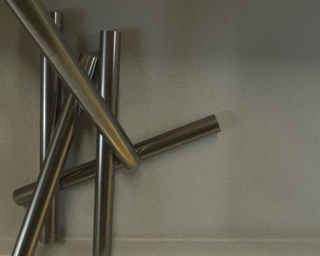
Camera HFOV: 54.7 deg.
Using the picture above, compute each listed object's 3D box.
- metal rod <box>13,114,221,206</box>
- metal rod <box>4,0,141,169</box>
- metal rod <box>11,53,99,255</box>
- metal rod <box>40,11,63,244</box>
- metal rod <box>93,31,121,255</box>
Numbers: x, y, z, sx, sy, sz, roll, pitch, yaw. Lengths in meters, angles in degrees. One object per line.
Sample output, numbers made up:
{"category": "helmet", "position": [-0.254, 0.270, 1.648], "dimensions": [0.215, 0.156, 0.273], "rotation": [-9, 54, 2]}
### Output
{"category": "metal rod", "position": [-0.063, 0.047, 0.427], "dimensions": [0.301, 0.025, 0.025], "rotation": [-21, 109, 7]}
{"category": "metal rod", "position": [-0.088, -0.057, 0.304], "dimensions": [0.025, 0.025, 0.299], "rotation": [-21, 131, 7]}
{"category": "metal rod", "position": [-0.133, 0.054, 0.378], "dimensions": [0.025, 0.025, 0.298], "rotation": [19, 89, -7]}
{"category": "metal rod", "position": [-0.140, 0.010, 0.395], "dimensions": [0.025, 0.025, 0.298], "rotation": [5, 103, -2]}
{"category": "metal rod", "position": [-0.070, 0.031, 0.398], "dimensions": [0.025, 0.025, 0.298], "rotation": [4, 101, -2]}
